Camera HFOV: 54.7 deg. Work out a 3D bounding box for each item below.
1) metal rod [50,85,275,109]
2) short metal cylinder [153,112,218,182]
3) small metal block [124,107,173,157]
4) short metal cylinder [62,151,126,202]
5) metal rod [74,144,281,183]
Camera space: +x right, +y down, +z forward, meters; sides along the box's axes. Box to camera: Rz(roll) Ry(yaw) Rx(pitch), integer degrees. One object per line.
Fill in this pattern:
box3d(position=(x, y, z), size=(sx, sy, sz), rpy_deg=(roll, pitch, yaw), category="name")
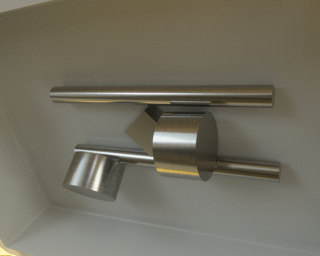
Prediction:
box3d(position=(-0.017, -0.041, 0.388), size=(0.301, 0.025, 0.025), rpy_deg=(3, 120, 26), category="metal rod")
box3d(position=(0.033, 0.020, 0.366), size=(0.050, 0.080, 0.079), rpy_deg=(2, 119, 27), category="short metal cylinder")
box3d(position=(-0.011, 0.003, 0.413), size=(0.050, 0.025, 0.050), rpy_deg=(44, 129, -3), category="small metal block")
box3d(position=(-0.098, 0.074, 0.463), size=(0.080, 0.050, 0.080), rpy_deg=(13, 157, 6), category="short metal cylinder")
box3d(position=(0.006, 0.045, 0.429), size=(0.301, 0.025, 0.025), rpy_deg=(3, 120, 26), category="metal rod")
